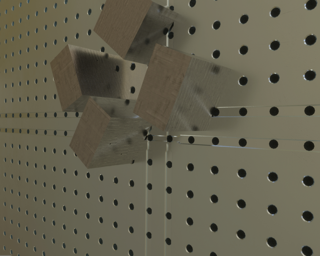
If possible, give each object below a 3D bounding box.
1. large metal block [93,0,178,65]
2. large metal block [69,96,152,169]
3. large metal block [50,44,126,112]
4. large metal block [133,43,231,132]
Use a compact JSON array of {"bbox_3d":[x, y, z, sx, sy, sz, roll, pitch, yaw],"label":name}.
[{"bbox_3d":[-0.036,-0.145,0.424,0.080,0.050,0.080,46,118,30],"label":"large metal block"},{"bbox_3d":[-0.066,0.006,0.429,0.050,0.081,0.080,42,116,32],"label":"large metal block"},{"bbox_3d":[-0.106,-0.070,0.463,0.050,0.081,0.080,-30,71,36],"label":"large metal block"},{"bbox_3d":[0.026,-0.043,0.353,0.050,0.081,0.080,32,110,35],"label":"large metal block"}]
